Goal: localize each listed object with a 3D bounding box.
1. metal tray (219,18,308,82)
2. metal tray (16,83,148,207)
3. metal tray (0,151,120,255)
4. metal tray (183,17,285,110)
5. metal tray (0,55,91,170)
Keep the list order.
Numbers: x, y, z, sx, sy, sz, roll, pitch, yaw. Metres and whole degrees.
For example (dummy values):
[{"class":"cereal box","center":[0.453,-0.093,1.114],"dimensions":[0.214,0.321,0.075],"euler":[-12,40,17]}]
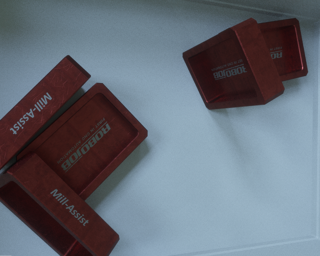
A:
[{"class":"metal tray","center":[0.156,-0.110,0.467],"dimensions":[0.131,0.030,0.089],"euler":[-15,95,-20]},{"class":"metal tray","center":[-0.091,0.020,0.374],"dimensions":[0.130,0.030,0.090],"euler":[-46,105,-14]},{"class":"metal tray","center":[-0.116,0.090,0.331],"dimensions":[0.130,0.090,0.030],"euler":[50,47,-14]},{"class":"metal tray","center":[0.084,-0.072,0.387],"dimensions":[0.030,0.130,0.090],"euler":[-30,100,-18]},{"class":"metal tray","center":[-0.133,-0.014,0.326],"dimensions":[0.030,0.090,0.130],"euler":[44,76,-15]}]
